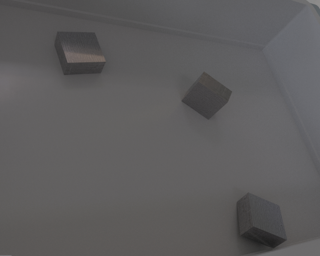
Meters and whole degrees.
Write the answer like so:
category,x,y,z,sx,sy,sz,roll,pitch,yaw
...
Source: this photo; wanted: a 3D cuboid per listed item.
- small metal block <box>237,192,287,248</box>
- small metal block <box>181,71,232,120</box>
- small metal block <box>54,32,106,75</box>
category,x,y,z,sx,sy,sz,roll,pitch,yaw
small metal block,0.129,0.118,0.395,0.050,0.025,0.050,25,38,-13
small metal block,0.068,-0.046,0.454,0.050,0.050,0.025,34,51,-6
small metal block,-0.106,-0.099,0.409,0.050,0.025,0.050,-10,67,-32
